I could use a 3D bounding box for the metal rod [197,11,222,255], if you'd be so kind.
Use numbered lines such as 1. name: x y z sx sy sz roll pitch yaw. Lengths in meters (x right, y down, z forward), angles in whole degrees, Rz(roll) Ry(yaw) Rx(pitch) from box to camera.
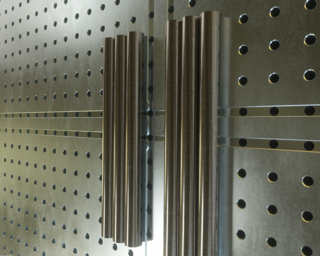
1. metal rod: 0.058 0.017 0.362 0.025 0.025 0.298 1 91 40

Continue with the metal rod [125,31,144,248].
1. metal rod: -0.036 0.016 0.440 0.025 0.025 0.298 1 91 40

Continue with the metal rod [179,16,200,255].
1. metal rod: 0.037 0.017 0.379 0.025 0.025 0.298 1 91 40

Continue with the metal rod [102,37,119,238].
1. metal rod: -0.075 0.015 0.472 0.025 0.025 0.298 1 91 40

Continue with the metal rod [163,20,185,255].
1. metal rod: 0.018 0.016 0.395 0.025 0.025 0.298 1 91 40

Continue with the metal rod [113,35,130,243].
1. metal rod: -0.055 0.016 0.456 0.025 0.025 0.298 1 91 40
